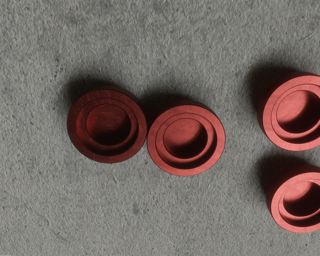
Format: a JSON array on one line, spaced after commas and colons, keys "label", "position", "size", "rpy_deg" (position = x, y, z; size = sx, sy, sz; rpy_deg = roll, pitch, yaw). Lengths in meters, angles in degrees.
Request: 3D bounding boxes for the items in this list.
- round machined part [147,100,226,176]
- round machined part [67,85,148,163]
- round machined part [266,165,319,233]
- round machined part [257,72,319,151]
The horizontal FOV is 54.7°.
[{"label": "round machined part", "position": [0.032, 0.010, 0.404], "size": [0.099, 0.042, 0.097], "rpy_deg": [-1, 111, -2]}, {"label": "round machined part", "position": [-0.065, -0.007, 0.397], "size": [0.099, 0.042, 0.097], "rpy_deg": [0, 110, 0]}, {"label": "round machined part", "position": [0.198, 0.095, 0.437], "size": [0.099, 0.042, 0.097], "rpy_deg": [0, 110, 0]}, {"label": "round machined part", "position": [0.173, -0.023, 0.394], "size": [0.099, 0.042, 0.097], "rpy_deg": [0, 110, 0]}]
